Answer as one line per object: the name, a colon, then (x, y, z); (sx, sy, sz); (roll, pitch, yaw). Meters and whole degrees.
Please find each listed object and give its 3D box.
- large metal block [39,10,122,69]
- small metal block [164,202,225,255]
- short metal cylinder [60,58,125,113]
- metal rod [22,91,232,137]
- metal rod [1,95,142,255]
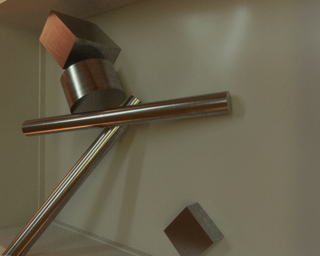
large metal block: (-0.120, -0.126, 0.467); (0.080, 0.081, 0.050); (48, 118, 29)
small metal block: (0.040, 0.127, 0.372); (0.050, 0.025, 0.050); (51, 120, 27)
short metal cylinder: (-0.097, -0.056, 0.448); (0.080, 0.081, 0.050); (-36, 68, 34)
metal rod: (-0.060, -0.014, 0.404); (0.301, 0.025, 0.025); (-6, 86, 24)
metal rod: (-0.123, 0.079, 0.422); (0.025, 0.025, 0.300); (36, 85, 34)
